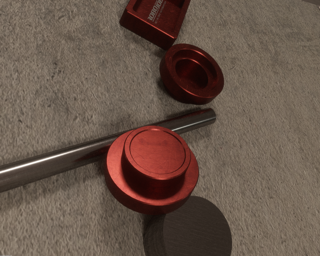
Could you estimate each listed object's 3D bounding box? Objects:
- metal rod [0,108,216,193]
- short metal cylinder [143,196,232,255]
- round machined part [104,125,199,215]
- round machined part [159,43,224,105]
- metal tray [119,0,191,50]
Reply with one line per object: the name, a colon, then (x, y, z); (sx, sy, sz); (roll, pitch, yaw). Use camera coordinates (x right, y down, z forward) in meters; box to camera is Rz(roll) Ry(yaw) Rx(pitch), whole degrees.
metal rod: (-0.046, 0.017, 0.369); (0.302, 0.025, 0.025); (-17, 71, -35)
short metal cylinder: (0.029, 0.119, 0.332); (0.081, 0.050, 0.080); (14, 56, -21)
round machined part: (-0.006, 0.036, 0.321); (0.099, 0.042, 0.098); (9, 46, -9)
round machined part: (0.043, -0.075, 0.464); (0.099, 0.042, 0.098); (14, 56, -21)
metal tray: (-0.004, -0.199, 0.521); (0.090, 0.030, 0.130); (27, 52, -12)
